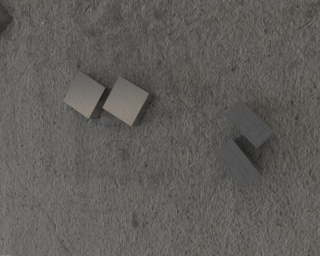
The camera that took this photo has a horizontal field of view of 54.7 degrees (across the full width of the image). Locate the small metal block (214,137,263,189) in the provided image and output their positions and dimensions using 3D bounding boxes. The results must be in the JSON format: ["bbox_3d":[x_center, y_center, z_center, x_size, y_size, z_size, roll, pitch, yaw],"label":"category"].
[{"bbox_3d":[0.093,0.039,0.363,0.025,0.050,0.050,-40,78,16],"label":"small metal block"}]

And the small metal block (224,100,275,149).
[{"bbox_3d":[0.105,-0.005,0.359,0.025,0.050,0.050,-46,76,14],"label":"small metal block"}]

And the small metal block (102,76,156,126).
[{"bbox_3d":[-0.042,-0.036,0.424,0.050,0.025,0.050,32,100,17],"label":"small metal block"}]

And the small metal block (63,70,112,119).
[{"bbox_3d":[-0.103,-0.047,0.445,0.050,0.025,0.050,34,101,16],"label":"small metal block"}]

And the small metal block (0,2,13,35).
[{"bbox_3d":[-0.278,-0.181,0.507,0.050,0.025,0.050,-44,77,14],"label":"small metal block"}]
